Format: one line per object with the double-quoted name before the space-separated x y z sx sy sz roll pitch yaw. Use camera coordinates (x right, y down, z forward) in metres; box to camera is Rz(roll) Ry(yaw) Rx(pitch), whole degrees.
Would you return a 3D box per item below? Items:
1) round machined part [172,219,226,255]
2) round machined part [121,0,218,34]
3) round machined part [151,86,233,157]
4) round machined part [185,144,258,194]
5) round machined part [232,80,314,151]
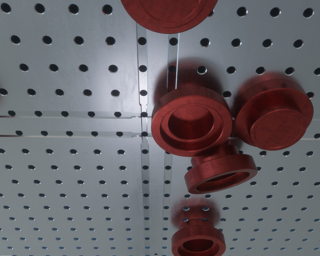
"round machined part" 0.070 0.207 0.577 0.099 0.042 0.097 0 130 0
"round machined part" 0.009 -0.133 0.287 0.099 0.042 0.097 0 130 0
"round machined part" 0.038 -0.012 0.390 0.099 0.042 0.097 0 130 0
"round machined part" 0.081 0.056 0.432 0.099 0.042 0.098 -12 154 -6
"round machined part" 0.144 -0.009 0.394 0.099 0.042 0.097 0 130 0
